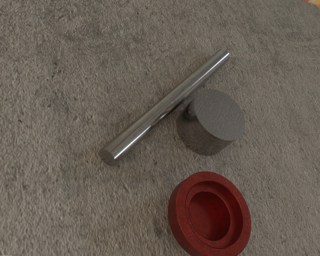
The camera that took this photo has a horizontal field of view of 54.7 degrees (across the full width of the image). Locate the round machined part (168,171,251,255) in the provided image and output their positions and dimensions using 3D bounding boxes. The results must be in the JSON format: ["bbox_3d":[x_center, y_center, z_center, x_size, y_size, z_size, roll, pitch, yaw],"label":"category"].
[{"bbox_3d":[0.053,0.104,0.360,0.099,0.042,0.098,14,56,-21],"label":"round machined part"}]

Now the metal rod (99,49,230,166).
[{"bbox_3d":[0.025,-0.046,0.447,0.025,0.025,0.302,45,51,2],"label":"metal rod"}]

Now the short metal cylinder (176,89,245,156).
[{"bbox_3d":[0.070,-0.007,0.432,0.081,0.050,0.080,14,56,-21],"label":"short metal cylinder"}]
